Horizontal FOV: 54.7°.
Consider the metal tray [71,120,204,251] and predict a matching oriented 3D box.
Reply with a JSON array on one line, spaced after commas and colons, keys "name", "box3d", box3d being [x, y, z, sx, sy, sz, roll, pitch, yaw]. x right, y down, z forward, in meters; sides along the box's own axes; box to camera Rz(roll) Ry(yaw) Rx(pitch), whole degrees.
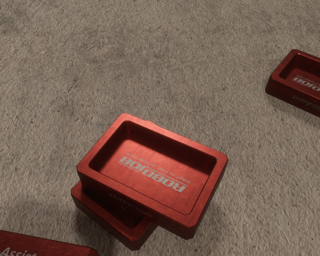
[{"name": "metal tray", "box3d": [-0.021, 0.057, 0.351, 0.090, 0.030, 0.131, 30, 56, 22]}]

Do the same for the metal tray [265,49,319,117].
[{"name": "metal tray", "box3d": [0.235, -0.061, 0.453, 0.130, 0.030, 0.090, 30, 56, 23]}]

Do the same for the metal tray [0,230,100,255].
[{"name": "metal tray", "box3d": [-0.113, 0.119, 0.259, 0.131, 0.089, 0.030, 8, 51, 6]}]

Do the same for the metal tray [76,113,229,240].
[{"name": "metal tray", "box3d": [-0.007, 0.044, 0.323, 0.130, 0.030, 0.090, 23, 53, 17]}]
